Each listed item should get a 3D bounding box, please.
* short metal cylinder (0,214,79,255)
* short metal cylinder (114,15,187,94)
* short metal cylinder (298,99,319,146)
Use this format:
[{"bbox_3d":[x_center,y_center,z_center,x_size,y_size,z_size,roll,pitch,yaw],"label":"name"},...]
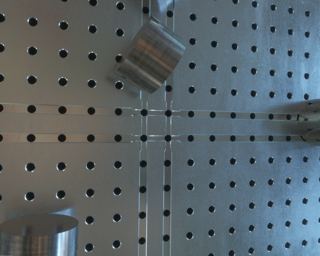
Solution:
[{"bbox_3d":[-0.131,0.129,0.335,0.081,0.080,0.050,3,89,-20],"label":"short metal cylinder"},{"bbox_3d":[-0.012,-0.088,0.379,0.050,0.080,0.080,33,79,-17],"label":"short metal cylinder"},{"bbox_3d":[0.275,-0.009,0.501,0.081,0.050,0.079,0,90,-20],"label":"short metal cylinder"}]
